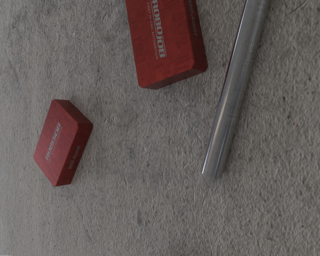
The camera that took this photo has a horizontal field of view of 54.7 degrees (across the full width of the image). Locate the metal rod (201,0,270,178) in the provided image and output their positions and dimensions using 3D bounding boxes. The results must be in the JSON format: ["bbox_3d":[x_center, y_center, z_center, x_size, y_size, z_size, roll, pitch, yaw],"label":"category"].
[{"bbox_3d":[0.092,-0.090,0.329,0.025,0.025,0.298,21,103,38],"label":"metal rod"}]

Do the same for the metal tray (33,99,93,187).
[{"bbox_3d":[-0.174,0.026,0.545,0.090,0.030,0.129,39,114,33],"label":"metal tray"}]

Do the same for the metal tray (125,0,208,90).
[{"bbox_3d":[0.005,-0.123,0.397,0.090,0.030,0.129,-15,81,39],"label":"metal tray"}]
